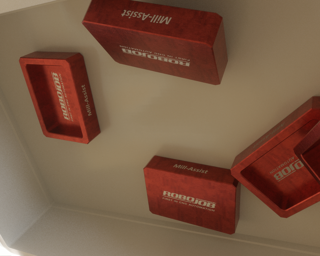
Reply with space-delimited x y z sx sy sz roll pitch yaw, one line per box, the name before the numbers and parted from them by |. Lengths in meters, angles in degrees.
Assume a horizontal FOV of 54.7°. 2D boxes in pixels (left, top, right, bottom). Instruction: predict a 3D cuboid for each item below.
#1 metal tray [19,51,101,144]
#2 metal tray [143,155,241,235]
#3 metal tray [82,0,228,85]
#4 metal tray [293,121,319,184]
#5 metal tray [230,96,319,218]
metal tray | -0.144 -0.044 0.454 0.090 0.030 0.129 7 122 24
metal tray | 0.045 0.094 0.440 0.130 0.030 0.089 8 122 24
metal tray | -0.001 -0.087 0.316 0.130 0.090 0.030 16 80 19
metal tray | 0.163 0.030 0.249 0.030 0.130 0.090 -31 69 -2
metal tray | 0.155 0.038 0.346 0.090 0.030 0.129 41 129 0
